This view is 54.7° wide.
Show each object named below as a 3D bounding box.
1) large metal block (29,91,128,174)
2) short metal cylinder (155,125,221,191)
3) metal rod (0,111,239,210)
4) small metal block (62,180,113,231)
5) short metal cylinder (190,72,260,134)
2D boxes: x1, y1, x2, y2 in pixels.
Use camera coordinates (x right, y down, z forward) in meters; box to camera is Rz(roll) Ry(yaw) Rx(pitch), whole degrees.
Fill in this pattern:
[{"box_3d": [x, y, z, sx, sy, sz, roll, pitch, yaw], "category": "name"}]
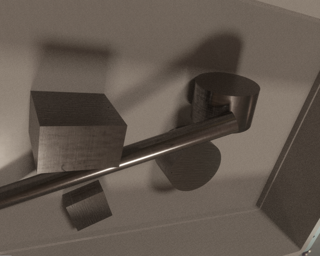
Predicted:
[{"box_3d": [-0.090, 0.001, 0.325, 0.081, 0.080, 0.050, -1, 119, -29], "category": "large metal block"}, {"box_3d": [0.039, 0.043, 0.442, 0.081, 0.050, 0.079, -14, 125, -21], "category": "short metal cylinder"}, {"box_3d": [-0.058, 0.040, 0.354, 0.302, 0.025, 0.025, -18, 127, 0], "category": "metal rod"}, {"box_3d": [-0.098, 0.105, 0.422, 0.050, 0.025, 0.050, -22, 127, -16], "category": "small metal block"}, {"box_3d": [0.082, -0.034, 0.399, 0.081, 0.080, 0.050, -9, 123, -24], "category": "short metal cylinder"}]
